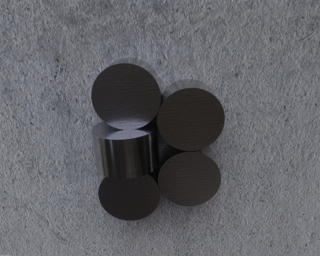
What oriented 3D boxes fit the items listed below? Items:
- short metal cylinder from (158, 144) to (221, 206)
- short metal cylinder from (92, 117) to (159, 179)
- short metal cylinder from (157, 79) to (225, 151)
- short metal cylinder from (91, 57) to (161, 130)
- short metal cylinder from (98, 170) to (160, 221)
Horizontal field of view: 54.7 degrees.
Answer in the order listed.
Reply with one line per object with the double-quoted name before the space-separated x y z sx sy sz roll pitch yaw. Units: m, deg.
"short metal cylinder" 0.038 0.057 0.418 0.080 0.050 0.079 0 111 1
"short metal cylinder" -0.042 0.022 0.389 0.080 0.080 0.050 -3 110 1
"short metal cylinder" 0.037 -0.018 0.391 0.081 0.050 0.079 0 111 0
"short metal cylinder" -0.039 -0.044 0.381 0.080 0.050 0.079 0 110 1
"short metal cylinder" -0.040 0.079 0.426 0.080 0.050 0.079 0 110 1
